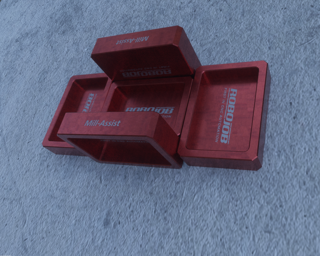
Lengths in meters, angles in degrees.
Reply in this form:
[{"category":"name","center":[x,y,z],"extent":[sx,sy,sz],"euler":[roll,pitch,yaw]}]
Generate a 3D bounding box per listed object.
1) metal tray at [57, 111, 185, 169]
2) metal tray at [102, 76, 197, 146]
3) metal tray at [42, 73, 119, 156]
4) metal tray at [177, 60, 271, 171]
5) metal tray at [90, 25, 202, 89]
[{"category":"metal tray","center":[-0.045,0.016,0.374],"extent":[0.130,0.090,0.030],"euler":[0,62,28]},{"category":"metal tray","center":[-0.018,-0.023,0.424],"extent":[0.130,0.030,0.090],"euler":[1,62,28]},{"category":"metal tray","center":[-0.116,-0.022,0.474],"extent":[0.090,0.030,0.130],"euler":[1,62,28]},{"category":"metal tray","center":[0.079,-0.017,0.371],"extent":[0.090,0.030,0.130],"euler":[1,62,28]},{"category":"metal tray","center":[-0.017,-0.089,0.426],"extent":[0.130,0.090,0.030],"euler":[0,62,28]}]
